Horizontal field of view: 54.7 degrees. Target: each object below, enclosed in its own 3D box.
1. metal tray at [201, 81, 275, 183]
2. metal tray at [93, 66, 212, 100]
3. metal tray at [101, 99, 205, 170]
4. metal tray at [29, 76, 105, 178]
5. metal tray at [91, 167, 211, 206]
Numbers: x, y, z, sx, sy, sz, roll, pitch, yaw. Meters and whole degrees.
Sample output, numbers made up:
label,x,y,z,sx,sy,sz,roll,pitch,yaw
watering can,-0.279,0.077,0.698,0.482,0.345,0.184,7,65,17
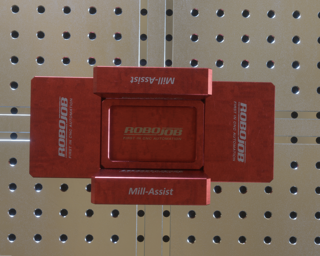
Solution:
label,x,y,z,sx,sy,sz,roll,pitch,yaw
metal tray,0.102,0.005,0.410,0.091,0.030,0.129,1,90,-2
metal tray,-0.008,-0.052,0.381,0.131,0.090,0.030,1,90,-1
metal tray,-0.009,0.008,0.408,0.131,0.030,0.089,1,90,-1
metal tray,-0.120,-0.001,0.409,0.091,0.030,0.129,1,90,-1
metal tray,-0.010,0.068,0.379,0.131,0.090,0.030,1,90,-1
